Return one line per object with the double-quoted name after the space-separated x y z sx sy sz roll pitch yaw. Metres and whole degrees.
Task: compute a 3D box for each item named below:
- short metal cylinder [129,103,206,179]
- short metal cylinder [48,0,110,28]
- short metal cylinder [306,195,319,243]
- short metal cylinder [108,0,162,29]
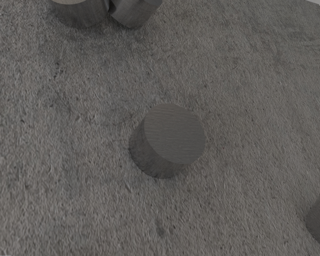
0.008 0.017 0.382 0.081 0.050 0.080 14 56 -21 "short metal cylinder"
-0.112 -0.185 0.419 0.080 0.050 0.080 0 74 1 "short metal cylinder"
0.252 0.127 0.427 0.050 0.080 0.080 -33 80 -38 "short metal cylinder"
-0.044 -0.199 0.472 0.080 0.050 0.080 28 41 -28 "short metal cylinder"
